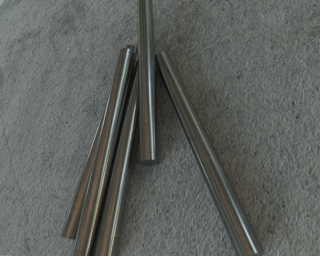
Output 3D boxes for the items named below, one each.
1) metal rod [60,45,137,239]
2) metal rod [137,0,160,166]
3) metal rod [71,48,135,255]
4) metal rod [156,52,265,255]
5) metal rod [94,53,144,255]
[{"bbox_3d":[-0.078,0.004,0.442,0.025,0.025,0.300,-1,61,28],"label":"metal rod"},{"bbox_3d":[-0.019,-0.092,0.447,0.025,0.025,0.299,-13,63,21],"label":"metal rod"},{"bbox_3d":[-0.070,0.024,0.408,0.025,0.025,0.299,-4,64,26],"label":"metal rod"},{"bbox_3d":[0.044,0.007,0.376,0.025,0.025,0.299,-28,52,10],"label":"metal rod"},{"bbox_3d":[-0.043,0.018,0.415,0.025,0.025,0.300,-6,59,25],"label":"metal rod"}]
